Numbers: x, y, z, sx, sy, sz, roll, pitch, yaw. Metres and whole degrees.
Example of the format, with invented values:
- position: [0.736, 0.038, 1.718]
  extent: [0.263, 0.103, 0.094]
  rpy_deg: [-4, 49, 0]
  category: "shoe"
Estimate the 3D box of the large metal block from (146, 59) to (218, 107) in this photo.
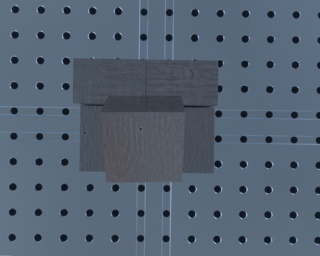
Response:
- position: [0.024, -0.051, 0.385]
  extent: [0.081, 0.080, 0.050]
  rpy_deg: [1, 90, -1]
  category: "large metal block"

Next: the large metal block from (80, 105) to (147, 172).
- position: [-0.056, 0.013, 0.398]
  extent: [0.081, 0.050, 0.079]
  rpy_deg: [1, 90, -1]
  category: "large metal block"

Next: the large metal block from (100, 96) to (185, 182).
- position: [-0.017, 0.011, 0.334]
  extent: [0.081, 0.050, 0.079]
  rpy_deg: [0, 114, -1]
  category: "large metal block"

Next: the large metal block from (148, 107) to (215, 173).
- position: [0.025, 0.014, 0.399]
  extent: [0.081, 0.050, 0.079]
  rpy_deg: [1, 90, -1]
  category: "large metal block"

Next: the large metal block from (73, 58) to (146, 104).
- position: [-0.056, -0.052, 0.384]
  extent: [0.081, 0.080, 0.050]
  rpy_deg: [1, 90, -1]
  category: "large metal block"
